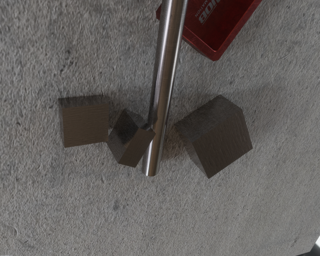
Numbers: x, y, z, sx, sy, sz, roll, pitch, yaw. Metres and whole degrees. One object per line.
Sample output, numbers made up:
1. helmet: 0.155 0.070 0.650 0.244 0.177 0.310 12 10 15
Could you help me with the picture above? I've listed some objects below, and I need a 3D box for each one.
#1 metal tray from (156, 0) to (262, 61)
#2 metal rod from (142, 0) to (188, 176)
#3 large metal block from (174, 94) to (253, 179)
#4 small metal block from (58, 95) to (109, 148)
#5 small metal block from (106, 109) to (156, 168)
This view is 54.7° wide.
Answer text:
1. metal tray: 0.068 -0.153 0.347 0.090 0.030 0.130 28 103 -38
2. metal rod: 0.005 -0.057 0.347 0.025 0.025 0.298 -11 132 -23
3. large metal block: 0.078 0.012 0.443 0.080 0.050 0.080 -33 129 -7
4. small metal block: -0.087 -0.008 0.355 0.050 0.025 0.050 -8 122 -25
5. small metal block: -0.037 0.012 0.379 0.025 0.050 0.050 21 107 -36
